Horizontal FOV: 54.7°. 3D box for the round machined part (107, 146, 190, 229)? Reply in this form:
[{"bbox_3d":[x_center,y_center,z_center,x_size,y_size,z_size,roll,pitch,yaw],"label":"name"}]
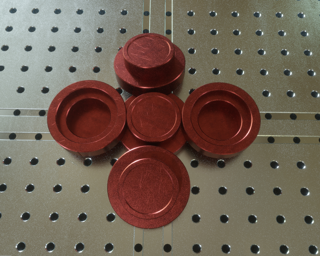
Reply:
[{"bbox_3d":[-0.013,0.069,0.365,0.099,0.042,0.097,0,85,0],"label":"round machined part"}]

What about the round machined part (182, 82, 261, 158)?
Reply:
[{"bbox_3d":[0.077,-0.007,0.406,0.099,0.042,0.098,0,70,-1],"label":"round machined part"}]

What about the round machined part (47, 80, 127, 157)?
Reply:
[{"bbox_3d":[-0.091,-0.010,0.405,0.099,0.042,0.098,0,70,-1],"label":"round machined part"}]

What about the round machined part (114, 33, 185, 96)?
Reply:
[{"bbox_3d":[-0.014,-0.092,0.424,0.099,0.042,0.098,-1,56,1],"label":"round machined part"}]

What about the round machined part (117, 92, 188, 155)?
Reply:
[{"bbox_3d":[-0.008,-0.008,0.404,0.099,0.042,0.098,0,70,-1],"label":"round machined part"}]
